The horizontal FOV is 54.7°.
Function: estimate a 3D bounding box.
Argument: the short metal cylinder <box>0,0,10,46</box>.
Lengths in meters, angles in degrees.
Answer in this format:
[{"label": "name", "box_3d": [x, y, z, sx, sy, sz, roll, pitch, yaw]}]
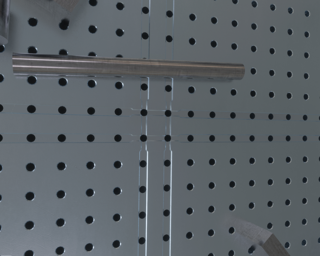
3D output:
[{"label": "short metal cylinder", "box_3d": [-0.196, -0.118, 0.311, 0.081, 0.080, 0.050, 3, 89, -20]}]

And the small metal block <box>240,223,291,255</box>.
[{"label": "small metal block", "box_3d": [0.155, 0.173, 0.457, 0.025, 0.050, 0.050, -42, 104, -15]}]

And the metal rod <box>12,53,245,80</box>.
[{"label": "metal rod", "box_3d": [-0.024, -0.078, 0.403, 0.303, 0.025, 0.025, -2, 91, -20]}]

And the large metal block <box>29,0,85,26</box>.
[{"label": "large metal block", "box_3d": [-0.119, -0.180, 0.355, 0.080, 0.050, 0.080, 31, 80, -18]}]
